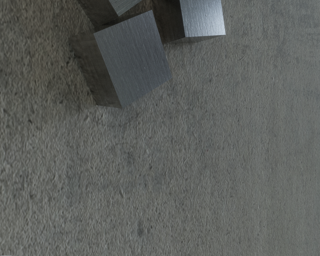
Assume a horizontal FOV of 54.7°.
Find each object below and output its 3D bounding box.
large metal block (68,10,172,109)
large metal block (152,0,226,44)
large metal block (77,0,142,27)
[{"bbox_3d":[-0.041,-0.077,0.347,0.080,0.050,0.080,-37,120,-34],"label":"large metal block"},{"bbox_3d":[0.039,-0.160,0.420,0.081,0.050,0.079,-17,101,-39],"label":"large metal block"},{"bbox_3d":[-0.055,-0.171,0.342,0.080,0.050,0.080,-48,118,-29],"label":"large metal block"}]
